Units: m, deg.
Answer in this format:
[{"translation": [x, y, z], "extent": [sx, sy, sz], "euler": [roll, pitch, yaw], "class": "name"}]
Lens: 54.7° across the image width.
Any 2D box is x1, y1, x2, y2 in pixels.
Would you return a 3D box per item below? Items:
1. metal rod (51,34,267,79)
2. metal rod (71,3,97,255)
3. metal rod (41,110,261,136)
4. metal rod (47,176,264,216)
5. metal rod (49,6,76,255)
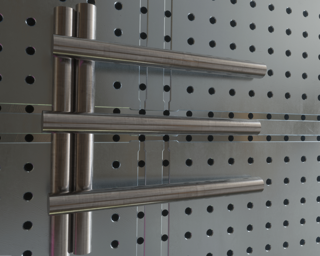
[{"translation": [0.018, -0.089, 0.405], "extent": [0.303, 0.025, 0.025], "euler": [1, 90, -26], "class": "metal rod"}, {"translation": [-0.093, 0.001, 0.378], "extent": [0.025, 0.025, 0.298], "euler": [1, 90, -20], "class": "metal rod"}, {"translation": [0.009, -0.004, 0.401], "extent": [0.303, 0.025, 0.025], "euler": [1, 90, -26], "class": "metal rod"}, {"translation": [0.014, 0.085, 0.404], "extent": [0.303, 0.025, 0.025], "euler": [1, 90, -26], "class": "metal rod"}, {"translation": [-0.117, 0.008, 0.369], "extent": [0.025, 0.025, 0.298], "euler": [1, 90, -20], "class": "metal rod"}]
